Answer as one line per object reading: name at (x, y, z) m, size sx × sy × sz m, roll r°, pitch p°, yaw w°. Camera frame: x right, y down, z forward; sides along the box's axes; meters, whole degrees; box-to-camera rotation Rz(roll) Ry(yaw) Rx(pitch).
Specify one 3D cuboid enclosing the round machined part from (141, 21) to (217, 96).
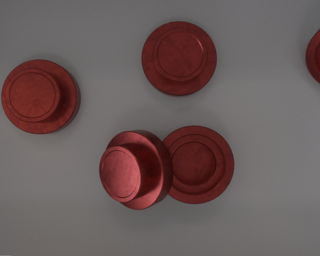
round machined part at (0.025, -0.091, 0.403) m, size 0.099 × 0.042 × 0.097 m, roll 0°, pitch 90°, yaw 0°

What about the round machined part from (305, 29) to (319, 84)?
round machined part at (0.240, -0.095, 0.386) m, size 0.098 × 0.098 × 0.042 m, roll 45°, pitch 55°, yaw 0°

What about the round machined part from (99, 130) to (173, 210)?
round machined part at (-0.036, 0.052, 0.378) m, size 0.098 × 0.042 × 0.097 m, roll 4°, pitch 97°, yaw 36°

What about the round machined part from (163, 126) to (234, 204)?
round machined part at (0.043, 0.046, 0.403) m, size 0.099 × 0.042 × 0.097 m, roll 0°, pitch 90°, yaw 0°

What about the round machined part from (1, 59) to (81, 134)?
round machined part at (-0.157, -0.040, 0.402) m, size 0.099 × 0.042 × 0.097 m, roll 0°, pitch 90°, yaw 0°
